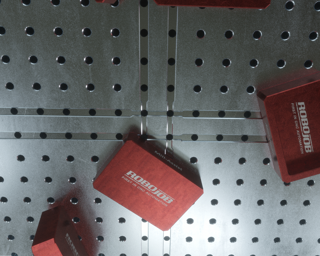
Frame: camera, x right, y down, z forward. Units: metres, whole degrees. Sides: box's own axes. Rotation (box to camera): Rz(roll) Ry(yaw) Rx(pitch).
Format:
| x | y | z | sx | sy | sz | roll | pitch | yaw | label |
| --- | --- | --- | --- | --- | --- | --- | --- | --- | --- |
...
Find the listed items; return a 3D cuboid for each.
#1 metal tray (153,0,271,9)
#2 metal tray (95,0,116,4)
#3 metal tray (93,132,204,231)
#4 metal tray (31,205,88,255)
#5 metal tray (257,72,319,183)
| x | y | z | sx | sy | sz | roll | pitch | yaw | label |
| --- | --- | --- | --- | --- | --- | --- | --- | --- | --- |
| 0.059 | -0.182 | 0.344 | 0.131 | 0.030 | 0.089 | 2 | 110 | -1 | metal tray |
| -0.044 | -0.205 | 0.313 | 0.130 | 0.030 | 0.090 | -40 | 95 | 24 | metal tray |
| -0.016 | 0.078 | 0.439 | 0.130 | 0.030 | 0.090 | 36 | 106 | -12 | metal tray |
| -0.134 | 0.189 | 0.444 | 0.030 | 0.090 | 0.129 | -21 | 109 | -5 | metal tray |
| 0.191 | 0.001 | 0.412 | 0.090 | 0.030 | 0.129 | -18 | 109 | 6 | metal tray |
